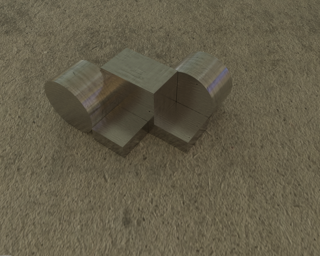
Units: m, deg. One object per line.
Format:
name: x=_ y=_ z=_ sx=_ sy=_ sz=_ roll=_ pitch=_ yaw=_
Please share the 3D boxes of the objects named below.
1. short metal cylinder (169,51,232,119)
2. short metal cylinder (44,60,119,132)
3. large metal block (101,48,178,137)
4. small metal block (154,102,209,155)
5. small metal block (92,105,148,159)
short metal cylinder: x=0.049 y=-0.055 z=0.415 sx=0.080 sy=0.080 sz=0.050 roll=29 pitch=56 yaw=22
short metal cylinder: x=-0.101 y=-0.041 z=0.403 sx=0.080 sy=0.080 sz=0.050 roll=28 pitch=56 yaw=21
large metal block: x=-0.026 y=-0.047 z=0.409 sx=0.080 sy=0.080 sz=0.050 roll=28 pitch=55 yaw=21
small metal block: x=0.028 y=-0.001 z=0.406 sx=0.050 sy=0.025 sz=0.050 roll=28 pitch=55 yaw=22
small metal block: x=-0.051 y=0.004 z=0.401 sx=0.050 sy=0.025 sz=0.050 roll=28 pitch=55 yaw=22
